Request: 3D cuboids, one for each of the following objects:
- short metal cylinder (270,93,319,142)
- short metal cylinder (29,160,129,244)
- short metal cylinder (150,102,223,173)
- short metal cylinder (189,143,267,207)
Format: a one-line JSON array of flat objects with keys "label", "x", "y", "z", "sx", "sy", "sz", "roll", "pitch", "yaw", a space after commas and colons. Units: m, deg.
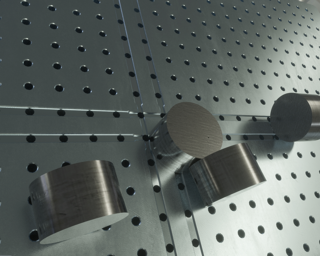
[{"label": "short metal cylinder", "x": 0.231, "y": -0.017, "z": 0.511, "sx": 0.050, "sy": 0.080, "sz": 0.080, "roll": 0, "pitch": 62, "yaw": -29}, {"label": "short metal cylinder", "x": -0.075, "y": 0.070, "z": 0.291, "sx": 0.081, "sy": 0.080, "sz": 0.050, "roll": -8, "pitch": 66, "yaw": -32}, {"label": "short metal cylinder", "x": 0.034, "y": 0.013, "z": 0.404, "sx": 0.081, "sy": 0.050, "sz": 0.080, "roll": 14, "pitch": 56, "yaw": -21}, {"label": "short metal cylinder", "x": 0.083, "y": 0.059, "z": 0.383, "sx": 0.081, "sy": 0.080, "sz": 0.050, "roll": -10, "pitch": 67, "yaw": -33}]
